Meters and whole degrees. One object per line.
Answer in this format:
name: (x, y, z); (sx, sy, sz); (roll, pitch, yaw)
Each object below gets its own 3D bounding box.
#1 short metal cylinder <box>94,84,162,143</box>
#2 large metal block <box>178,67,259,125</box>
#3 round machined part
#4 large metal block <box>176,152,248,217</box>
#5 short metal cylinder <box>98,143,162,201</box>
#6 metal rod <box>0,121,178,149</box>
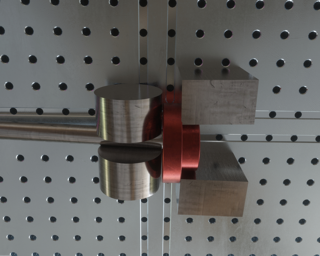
short metal cylinder: (-0.038, -0.020, 0.376); (0.081, 0.080, 0.050); (1, 111, -1)
large metal block: (0.064, -0.041, 0.370); (0.081, 0.080, 0.050); (0, 110, 0)
round machined part: (0.024, 0.018, 0.381); (0.042, 0.098, 0.097); (1, 110, 0)
large metal block: (0.063, 0.071, 0.412); (0.081, 0.080, 0.050); (3, 110, -1)
short metal cylinder: (-0.038, 0.050, 0.401); (0.081, 0.080, 0.050); (1, 111, -1)
metal rod: (-0.121, 0.007, 0.402); (0.302, 0.025, 0.025); (3, 110, 3)
